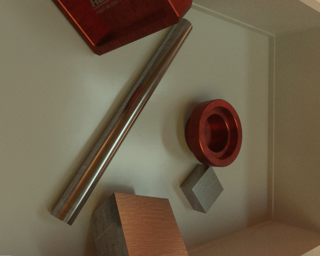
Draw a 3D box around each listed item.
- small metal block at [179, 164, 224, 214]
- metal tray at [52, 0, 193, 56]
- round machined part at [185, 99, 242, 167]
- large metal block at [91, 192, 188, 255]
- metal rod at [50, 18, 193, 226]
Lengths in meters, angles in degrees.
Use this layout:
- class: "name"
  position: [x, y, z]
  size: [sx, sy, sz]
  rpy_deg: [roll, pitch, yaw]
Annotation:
- class: "small metal block"
  position: [0.063, 0.090, 0.462]
  size: [0.050, 0.025, 0.050]
  rpy_deg: [-45, 117, -31]
- class: "metal tray"
  position: [-0.045, -0.129, 0.300]
  size: [0.090, 0.130, 0.030]
  rpy_deg: [52, 53, -28]
- class: "round machined part"
  position: [0.075, 0.008, 0.458]
  size: [0.099, 0.042, 0.097]
  rpy_deg: [4, 83, -40]
- class: "large metal block"
  position: [-0.023, 0.124, 0.347]
  size: [0.081, 0.050, 0.080]
  rpy_deg: [18, 37, -39]
- class: "metal rod"
  position: [-0.034, -0.025, 0.379]
  size: [0.025, 0.025, 0.300]
  rpy_deg: [45, 63, -31]
